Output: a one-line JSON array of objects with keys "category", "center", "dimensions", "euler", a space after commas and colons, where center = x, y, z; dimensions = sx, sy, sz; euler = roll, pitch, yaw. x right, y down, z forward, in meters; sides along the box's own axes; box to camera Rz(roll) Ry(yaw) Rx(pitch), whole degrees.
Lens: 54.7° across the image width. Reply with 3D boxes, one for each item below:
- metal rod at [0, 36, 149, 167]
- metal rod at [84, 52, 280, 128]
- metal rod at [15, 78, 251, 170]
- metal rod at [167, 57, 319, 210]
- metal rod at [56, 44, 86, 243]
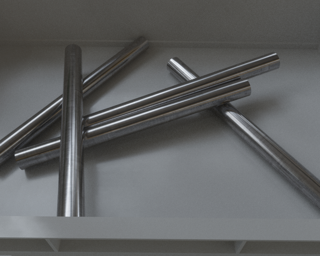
[{"category": "metal rod", "center": [-0.116, -0.051, 0.446], "dimensions": [0.025, 0.025, 0.301], "euler": [29, 56, 22]}, {"category": "metal rod", "center": [0.020, -0.045, 0.417], "dimensions": [0.302, 0.025, 0.025], "euler": [-20, 53, -7]}, {"category": "metal rod", "center": [-0.026, -0.008, 0.392], "dimensions": [0.302, 0.025, 0.025], "euler": [-18, 52, -8]}, {"category": "metal rod", "center": [0.106, -0.006, 0.411], "dimensions": [0.025, 0.025, 0.300], "euler": [-28, 56, -22]}, {"category": "metal rod", "center": [-0.105, -0.011, 0.372], "dimensions": [0.025, 0.025, 0.300], "euler": [-8, 47, -7]}]
